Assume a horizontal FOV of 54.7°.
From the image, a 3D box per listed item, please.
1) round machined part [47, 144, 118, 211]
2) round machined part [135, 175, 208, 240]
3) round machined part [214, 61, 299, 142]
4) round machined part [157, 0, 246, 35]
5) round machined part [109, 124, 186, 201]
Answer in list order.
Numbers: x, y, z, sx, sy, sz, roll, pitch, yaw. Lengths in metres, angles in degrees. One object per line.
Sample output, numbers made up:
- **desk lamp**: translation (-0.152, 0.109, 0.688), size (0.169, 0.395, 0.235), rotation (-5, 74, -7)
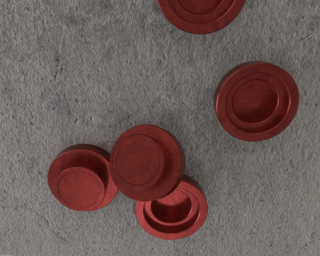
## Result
- **round machined part**: translation (-0.106, 0.075, 0.427), size (0.099, 0.042, 0.097), rotation (0, 110, 0)
- **round machined part**: translation (0.016, 0.106, 0.440), size (0.099, 0.042, 0.097), rotation (0, 110, 0)
- **round machined part**: translation (0.116, -0.035, 0.388), size (0.099, 0.042, 0.097), rotation (0, 110, 0)
- **round machined part**: translation (0.044, -0.156, 0.344), size (0.099, 0.042, 0.097), rotation (0, 110, 0)
- **round machined part**: translation (-0.021, 0.043, 0.392), size (0.098, 0.042, 0.097), rotation (-3, 81, 18)
